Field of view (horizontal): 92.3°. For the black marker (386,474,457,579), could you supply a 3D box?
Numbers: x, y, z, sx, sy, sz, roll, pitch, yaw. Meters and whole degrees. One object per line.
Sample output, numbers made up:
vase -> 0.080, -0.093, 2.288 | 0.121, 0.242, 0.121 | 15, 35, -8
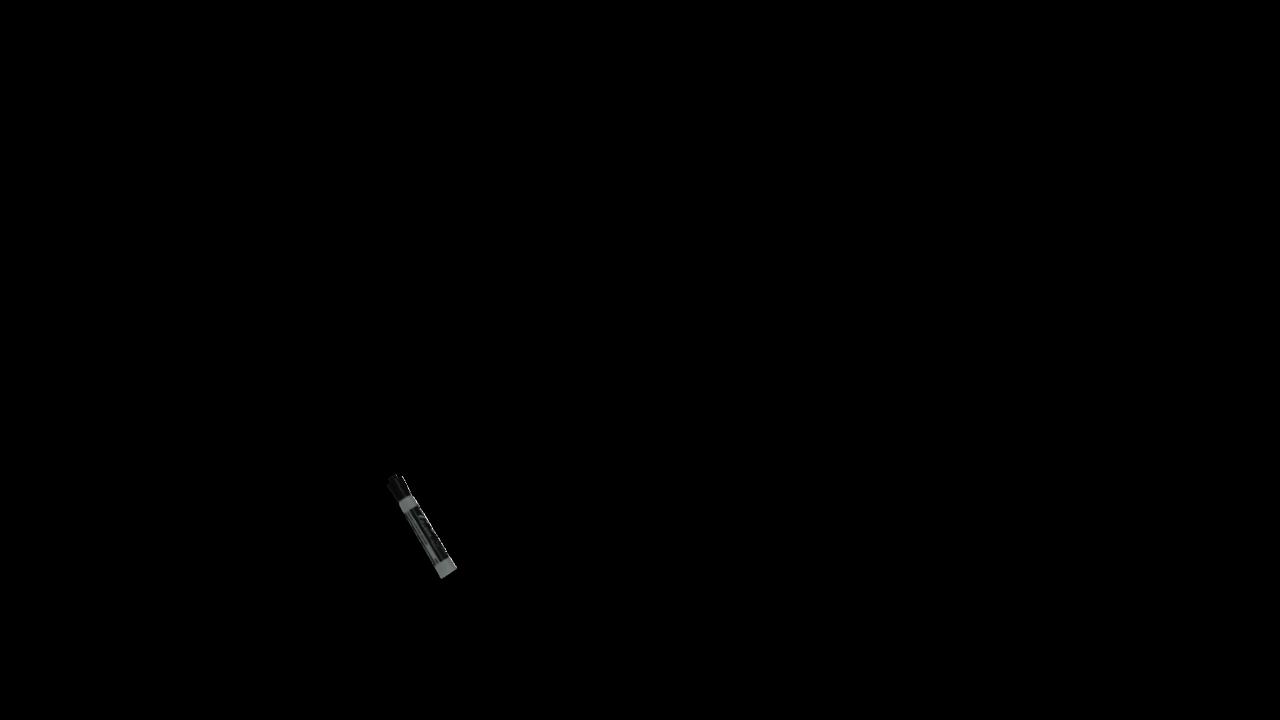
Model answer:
black marker -> -0.233, 0.175, 0.653 | 0.020, 0.121, 0.020 | -33, -7, -4
